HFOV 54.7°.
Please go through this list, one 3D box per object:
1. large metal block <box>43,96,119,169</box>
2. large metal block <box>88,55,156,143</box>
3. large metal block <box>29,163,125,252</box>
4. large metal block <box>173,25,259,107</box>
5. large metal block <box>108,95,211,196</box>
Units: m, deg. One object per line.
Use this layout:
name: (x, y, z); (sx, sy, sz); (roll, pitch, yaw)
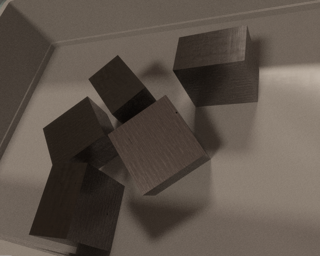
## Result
large metal block: (-0.108, 0.016, 0.435); (0.080, 0.050, 0.080); (-35, 52, 4)
large metal block: (-0.039, -0.037, 0.412); (0.050, 0.080, 0.080); (-40, 51, 1)
large metal block: (-0.090, 0.093, 0.359); (0.050, 0.080, 0.080); (-4, 60, 26)
large metal block: (0.071, -0.070, 0.375); (0.080, 0.080, 0.050); (-3, 61, 26)
large metal block: (0.000, 0.022, 0.359); (0.080, 0.050, 0.080); (-34, 71, 5)
